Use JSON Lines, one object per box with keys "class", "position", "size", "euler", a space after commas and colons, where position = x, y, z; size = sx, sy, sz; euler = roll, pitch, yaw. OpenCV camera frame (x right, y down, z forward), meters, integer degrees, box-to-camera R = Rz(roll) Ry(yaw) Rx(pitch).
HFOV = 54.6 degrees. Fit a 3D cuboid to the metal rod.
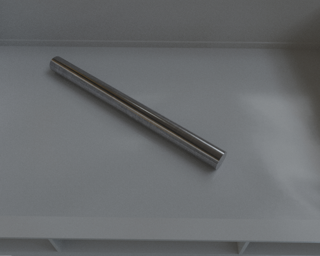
{"class": "metal rod", "position": [-0.045, -0.031, 0.431], "size": [0.300, 0.025, 0.025], "euler": [31, 57, 23]}
